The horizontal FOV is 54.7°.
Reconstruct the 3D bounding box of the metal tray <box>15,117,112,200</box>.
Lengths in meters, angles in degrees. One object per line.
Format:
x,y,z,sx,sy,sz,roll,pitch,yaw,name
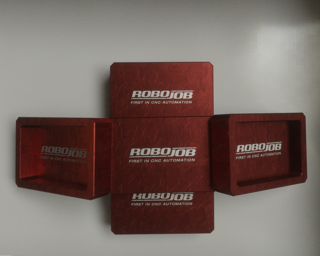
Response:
-0.120,0.032,0.376,0.130,0.030,0.089,2,91,29,metal tray

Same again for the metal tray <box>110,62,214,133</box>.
0.003,-0.039,0.406,0.131,0.030,0.089,0,90,-1,metal tray

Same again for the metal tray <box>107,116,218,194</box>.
0.003,0.032,0.377,0.131,0.030,0.089,-1,90,-1,metal tray

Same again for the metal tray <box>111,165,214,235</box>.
0.003,0.090,0.406,0.131,0.030,0.089,0,90,-1,metal tray

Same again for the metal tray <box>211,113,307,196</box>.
0.124,0.027,0.377,0.131,0.030,0.089,-2,91,-30,metal tray
